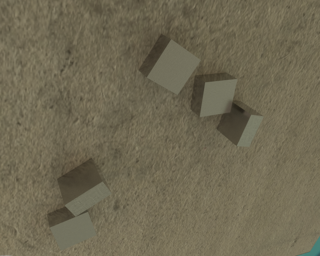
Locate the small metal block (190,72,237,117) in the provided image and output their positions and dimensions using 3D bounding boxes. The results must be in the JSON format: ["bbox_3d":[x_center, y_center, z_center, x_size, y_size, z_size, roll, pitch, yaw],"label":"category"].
[{"bbox_3d":[0.072,-0.046,0.420,0.050,0.025,0.050,-10,123,-24],"label":"small metal block"}]

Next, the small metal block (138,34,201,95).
[{"bbox_3d":[0.012,-0.075,0.368,0.050,0.025,0.050,25,105,-37],"label":"small metal block"}]

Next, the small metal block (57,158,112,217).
[{"bbox_3d":[-0.095,0.072,0.385,0.050,0.050,0.025,-32,129,-8],"label":"small metal block"}]

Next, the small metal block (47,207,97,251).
[{"bbox_3d":[-0.120,0.133,0.425,0.050,0.025,0.050,-20,126,-17],"label":"small metal block"}]

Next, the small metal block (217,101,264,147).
[{"bbox_3d":[0.115,-0.007,0.452,0.025,0.050,0.050,5,116,-31],"label":"small metal block"}]
